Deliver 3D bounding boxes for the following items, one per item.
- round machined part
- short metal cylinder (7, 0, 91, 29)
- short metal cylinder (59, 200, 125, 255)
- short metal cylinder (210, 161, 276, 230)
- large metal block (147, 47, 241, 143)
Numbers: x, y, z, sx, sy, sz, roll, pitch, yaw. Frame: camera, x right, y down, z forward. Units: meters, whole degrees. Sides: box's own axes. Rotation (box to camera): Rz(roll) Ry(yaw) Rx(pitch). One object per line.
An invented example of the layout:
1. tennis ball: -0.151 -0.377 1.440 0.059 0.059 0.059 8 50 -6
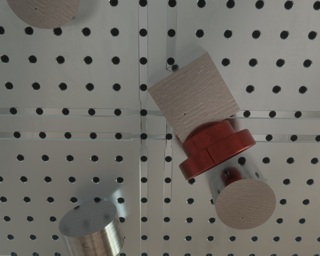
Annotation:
1. round machined part: 0.067 0.025 0.392 0.098 0.098 0.042 -30 77 10
2. short metal cylinder: -0.121 -0.152 0.343 0.081 0.050 0.079 0 110 0
3. short metal cylinder: -0.095 0.146 0.437 0.080 0.080 0.050 -10 110 3
4. short metal cylinder: 0.114 0.094 0.436 0.081 0.050 0.079 0 110 0
5. large metal block: 0.040 -0.041 0.385 0.080 0.050 0.080 -30 108 10
